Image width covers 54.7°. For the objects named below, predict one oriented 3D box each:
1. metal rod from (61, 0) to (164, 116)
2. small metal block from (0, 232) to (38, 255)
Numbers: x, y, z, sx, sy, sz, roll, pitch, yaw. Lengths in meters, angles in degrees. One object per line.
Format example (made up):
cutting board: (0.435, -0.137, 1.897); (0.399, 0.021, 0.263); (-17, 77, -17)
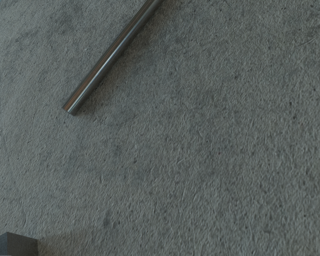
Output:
metal rod: (-0.063, -0.146, 0.524); (0.025, 0.025, 0.300); (26, 76, 36)
small metal block: (-0.177, 0.161, 0.380); (0.025, 0.050, 0.050); (-30, 52, 9)
